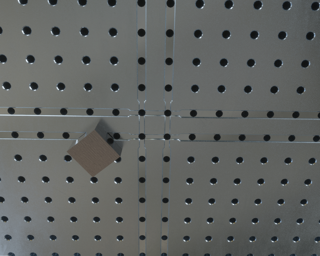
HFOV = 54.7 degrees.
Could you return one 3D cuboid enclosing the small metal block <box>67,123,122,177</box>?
[{"bbox_3d":[-0.088,0.030,0.423,0.050,0.025,0.050,-37,106,12],"label":"small metal block"}]
